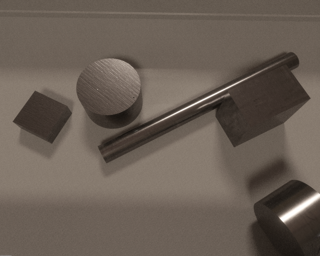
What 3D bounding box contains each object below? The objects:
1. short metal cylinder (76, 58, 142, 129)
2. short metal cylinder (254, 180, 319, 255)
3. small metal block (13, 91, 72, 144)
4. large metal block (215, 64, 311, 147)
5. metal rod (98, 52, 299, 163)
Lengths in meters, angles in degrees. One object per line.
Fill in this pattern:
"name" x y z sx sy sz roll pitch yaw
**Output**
"short metal cylinder" -0.065 -0.045 0.412 0.081 0.050 0.080 0 70 0
"short metal cylinder" 0.151 0.105 0.344 0.050 0.080 0.080 -29 73 -10
"small metal block" -0.155 -0.014 0.413 0.050 0.025 0.050 25 72 8
"large metal block" 0.124 -0.025 0.391 0.080 0.080 0.050 -25 72 -9
"metal rod" 0.059 -0.032 0.421 0.302 0.025 0.025 -26 73 -10
